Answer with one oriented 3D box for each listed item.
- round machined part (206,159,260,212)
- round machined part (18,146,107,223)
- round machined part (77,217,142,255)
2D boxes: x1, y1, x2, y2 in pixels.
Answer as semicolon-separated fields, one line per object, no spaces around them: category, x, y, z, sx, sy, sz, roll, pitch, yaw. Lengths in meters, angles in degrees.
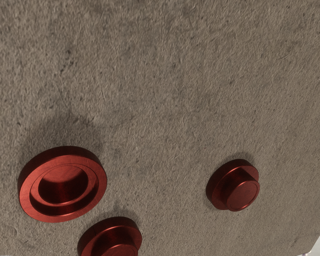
round machined part;0.133;0.105;0.536;0.099;0.042;0.097;-14;125;-21
round machined part;-0.117;0.062;0.371;0.099;0.042;0.097;-14;125;-21
round machined part;-0.072;0.187;0.474;0.099;0.042;0.097;-14;125;-21
